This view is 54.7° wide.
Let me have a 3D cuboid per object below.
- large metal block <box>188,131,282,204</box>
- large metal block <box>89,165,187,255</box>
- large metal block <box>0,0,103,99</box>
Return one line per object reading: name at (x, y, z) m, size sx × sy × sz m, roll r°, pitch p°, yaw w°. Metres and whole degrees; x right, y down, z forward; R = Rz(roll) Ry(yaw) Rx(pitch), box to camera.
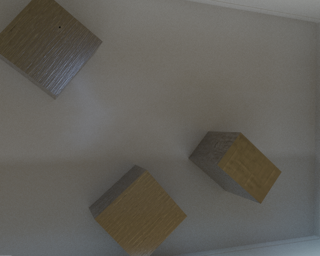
large metal block at (0.098, 0.050, 0.417) m, size 0.080 × 0.080 × 0.050 m, roll 42°, pitch 77°, yaw -16°
large metal block at (-0.028, 0.105, 0.387) m, size 0.080 × 0.050 × 0.080 m, roll -43°, pitch 104°, yaw -15°
large metal block at (-0.126, -0.090, 0.351) m, size 0.080 × 0.050 × 0.080 m, roll 39°, pitch 77°, yaw -16°
